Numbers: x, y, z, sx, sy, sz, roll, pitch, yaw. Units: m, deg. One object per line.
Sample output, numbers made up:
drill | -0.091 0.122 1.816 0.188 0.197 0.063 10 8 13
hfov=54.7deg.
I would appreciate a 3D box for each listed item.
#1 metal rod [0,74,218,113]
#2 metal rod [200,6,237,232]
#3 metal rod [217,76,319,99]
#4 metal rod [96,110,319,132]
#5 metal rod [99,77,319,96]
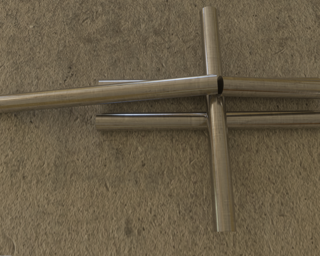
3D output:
metal rod | -0.080 -0.042 0.397 0.302 0.025 0.025 -4 70 8
metal rod | 0.071 -0.026 0.393 0.025 0.025 0.299 0 70 -1
metal rod | 0.221 -0.049 0.404 0.302 0.025 0.025 1 70 -11
metal rod | 0.068 -0.010 0.413 0.302 0.025 0.025 -1 70 -1
metal rod | 0.068 -0.056 0.430 0.302 0.025 0.025 -1 70 -1
